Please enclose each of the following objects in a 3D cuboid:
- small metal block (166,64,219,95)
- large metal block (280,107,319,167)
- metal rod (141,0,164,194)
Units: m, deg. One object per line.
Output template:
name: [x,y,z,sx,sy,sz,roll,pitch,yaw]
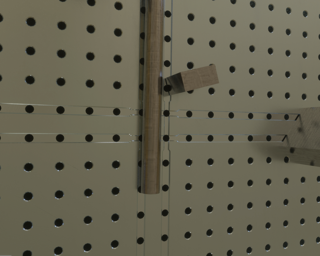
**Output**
small metal block: [0.043,-0.064,0.416,0.050,0.050,0.025,-16,96,-20]
large metal block: [0.250,0.013,0.478,0.050,0.080,0.080,40,77,-16]
metal rod: [-0.009,-0.064,0.410,0.025,0.025,0.298,2,90,-20]
